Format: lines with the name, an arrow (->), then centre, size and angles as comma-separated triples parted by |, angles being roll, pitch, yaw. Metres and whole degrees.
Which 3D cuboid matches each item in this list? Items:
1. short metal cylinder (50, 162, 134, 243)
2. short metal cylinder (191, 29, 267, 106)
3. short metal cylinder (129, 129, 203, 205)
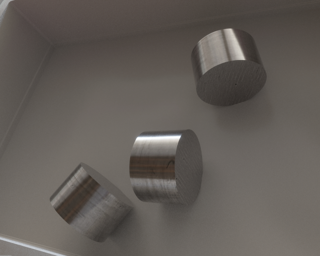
short metal cylinder -> -0.078, 0.085, 0.358 | 0.080, 0.080, 0.050 | 35, 81, 38
short metal cylinder -> 0.080, -0.070, 0.371 | 0.080, 0.080, 0.050 | -17, 55, 18
short metal cylinder -> 0.010, 0.042, 0.339 | 0.050, 0.080, 0.080 | -3, 61, 26
